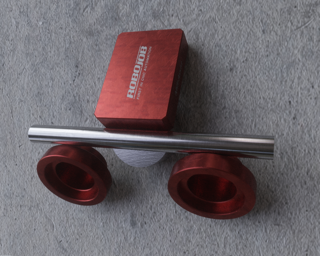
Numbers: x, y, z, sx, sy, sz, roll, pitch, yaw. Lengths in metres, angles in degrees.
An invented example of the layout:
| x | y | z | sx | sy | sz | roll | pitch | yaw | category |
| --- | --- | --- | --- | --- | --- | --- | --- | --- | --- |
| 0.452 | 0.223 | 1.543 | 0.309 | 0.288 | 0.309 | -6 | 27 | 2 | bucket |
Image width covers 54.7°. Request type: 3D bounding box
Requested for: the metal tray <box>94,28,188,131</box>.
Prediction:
| x | y | z | sx | sy | sz | roll | pitch | yaw | category |
| --- | --- | --- | --- | --- | --- | --- | --- | --- | --- |
| -0.020 | -0.062 | 0.385 | 0.090 | 0.030 | 0.130 | 2 | 65 | 19 | metal tray |

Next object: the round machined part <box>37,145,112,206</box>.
| x | y | z | sx | sy | sz | roll | pitch | yaw | category |
| --- | --- | --- | --- | --- | --- | --- | --- | --- | --- |
| -0.111 | 0.059 | 0.422 | 0.098 | 0.042 | 0.097 | 9 | 131 | 11 | round machined part |

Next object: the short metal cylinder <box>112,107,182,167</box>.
| x | y | z | sx | sy | sz | roll | pitch | yaw | category |
| --- | --- | --- | --- | --- | --- | --- | --- | --- | --- |
| -0.017 | 0.008 | 0.402 | 0.080 | 0.050 | 0.079 | 0 | 90 | 19 | short metal cylinder |

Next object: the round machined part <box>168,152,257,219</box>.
| x | y | z | sx | sy | sz | roll | pitch | yaw | category |
| --- | --- | --- | --- | --- | --- | --- | --- | --- | --- |
| 0.061 | 0.062 | 0.360 | 0.098 | 0.042 | 0.097 | 10 | 136 | 11 | round machined part |

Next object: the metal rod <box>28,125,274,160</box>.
| x | y | z | sx | sy | sz | roll | pitch | yaw | category |
| --- | --- | --- | --- | --- | --- | --- | --- | --- | --- |
| -0.026 | 0.014 | 0.366 | 0.301 | 0.025 | 0.025 | 3 | 91 | 19 | metal rod |
